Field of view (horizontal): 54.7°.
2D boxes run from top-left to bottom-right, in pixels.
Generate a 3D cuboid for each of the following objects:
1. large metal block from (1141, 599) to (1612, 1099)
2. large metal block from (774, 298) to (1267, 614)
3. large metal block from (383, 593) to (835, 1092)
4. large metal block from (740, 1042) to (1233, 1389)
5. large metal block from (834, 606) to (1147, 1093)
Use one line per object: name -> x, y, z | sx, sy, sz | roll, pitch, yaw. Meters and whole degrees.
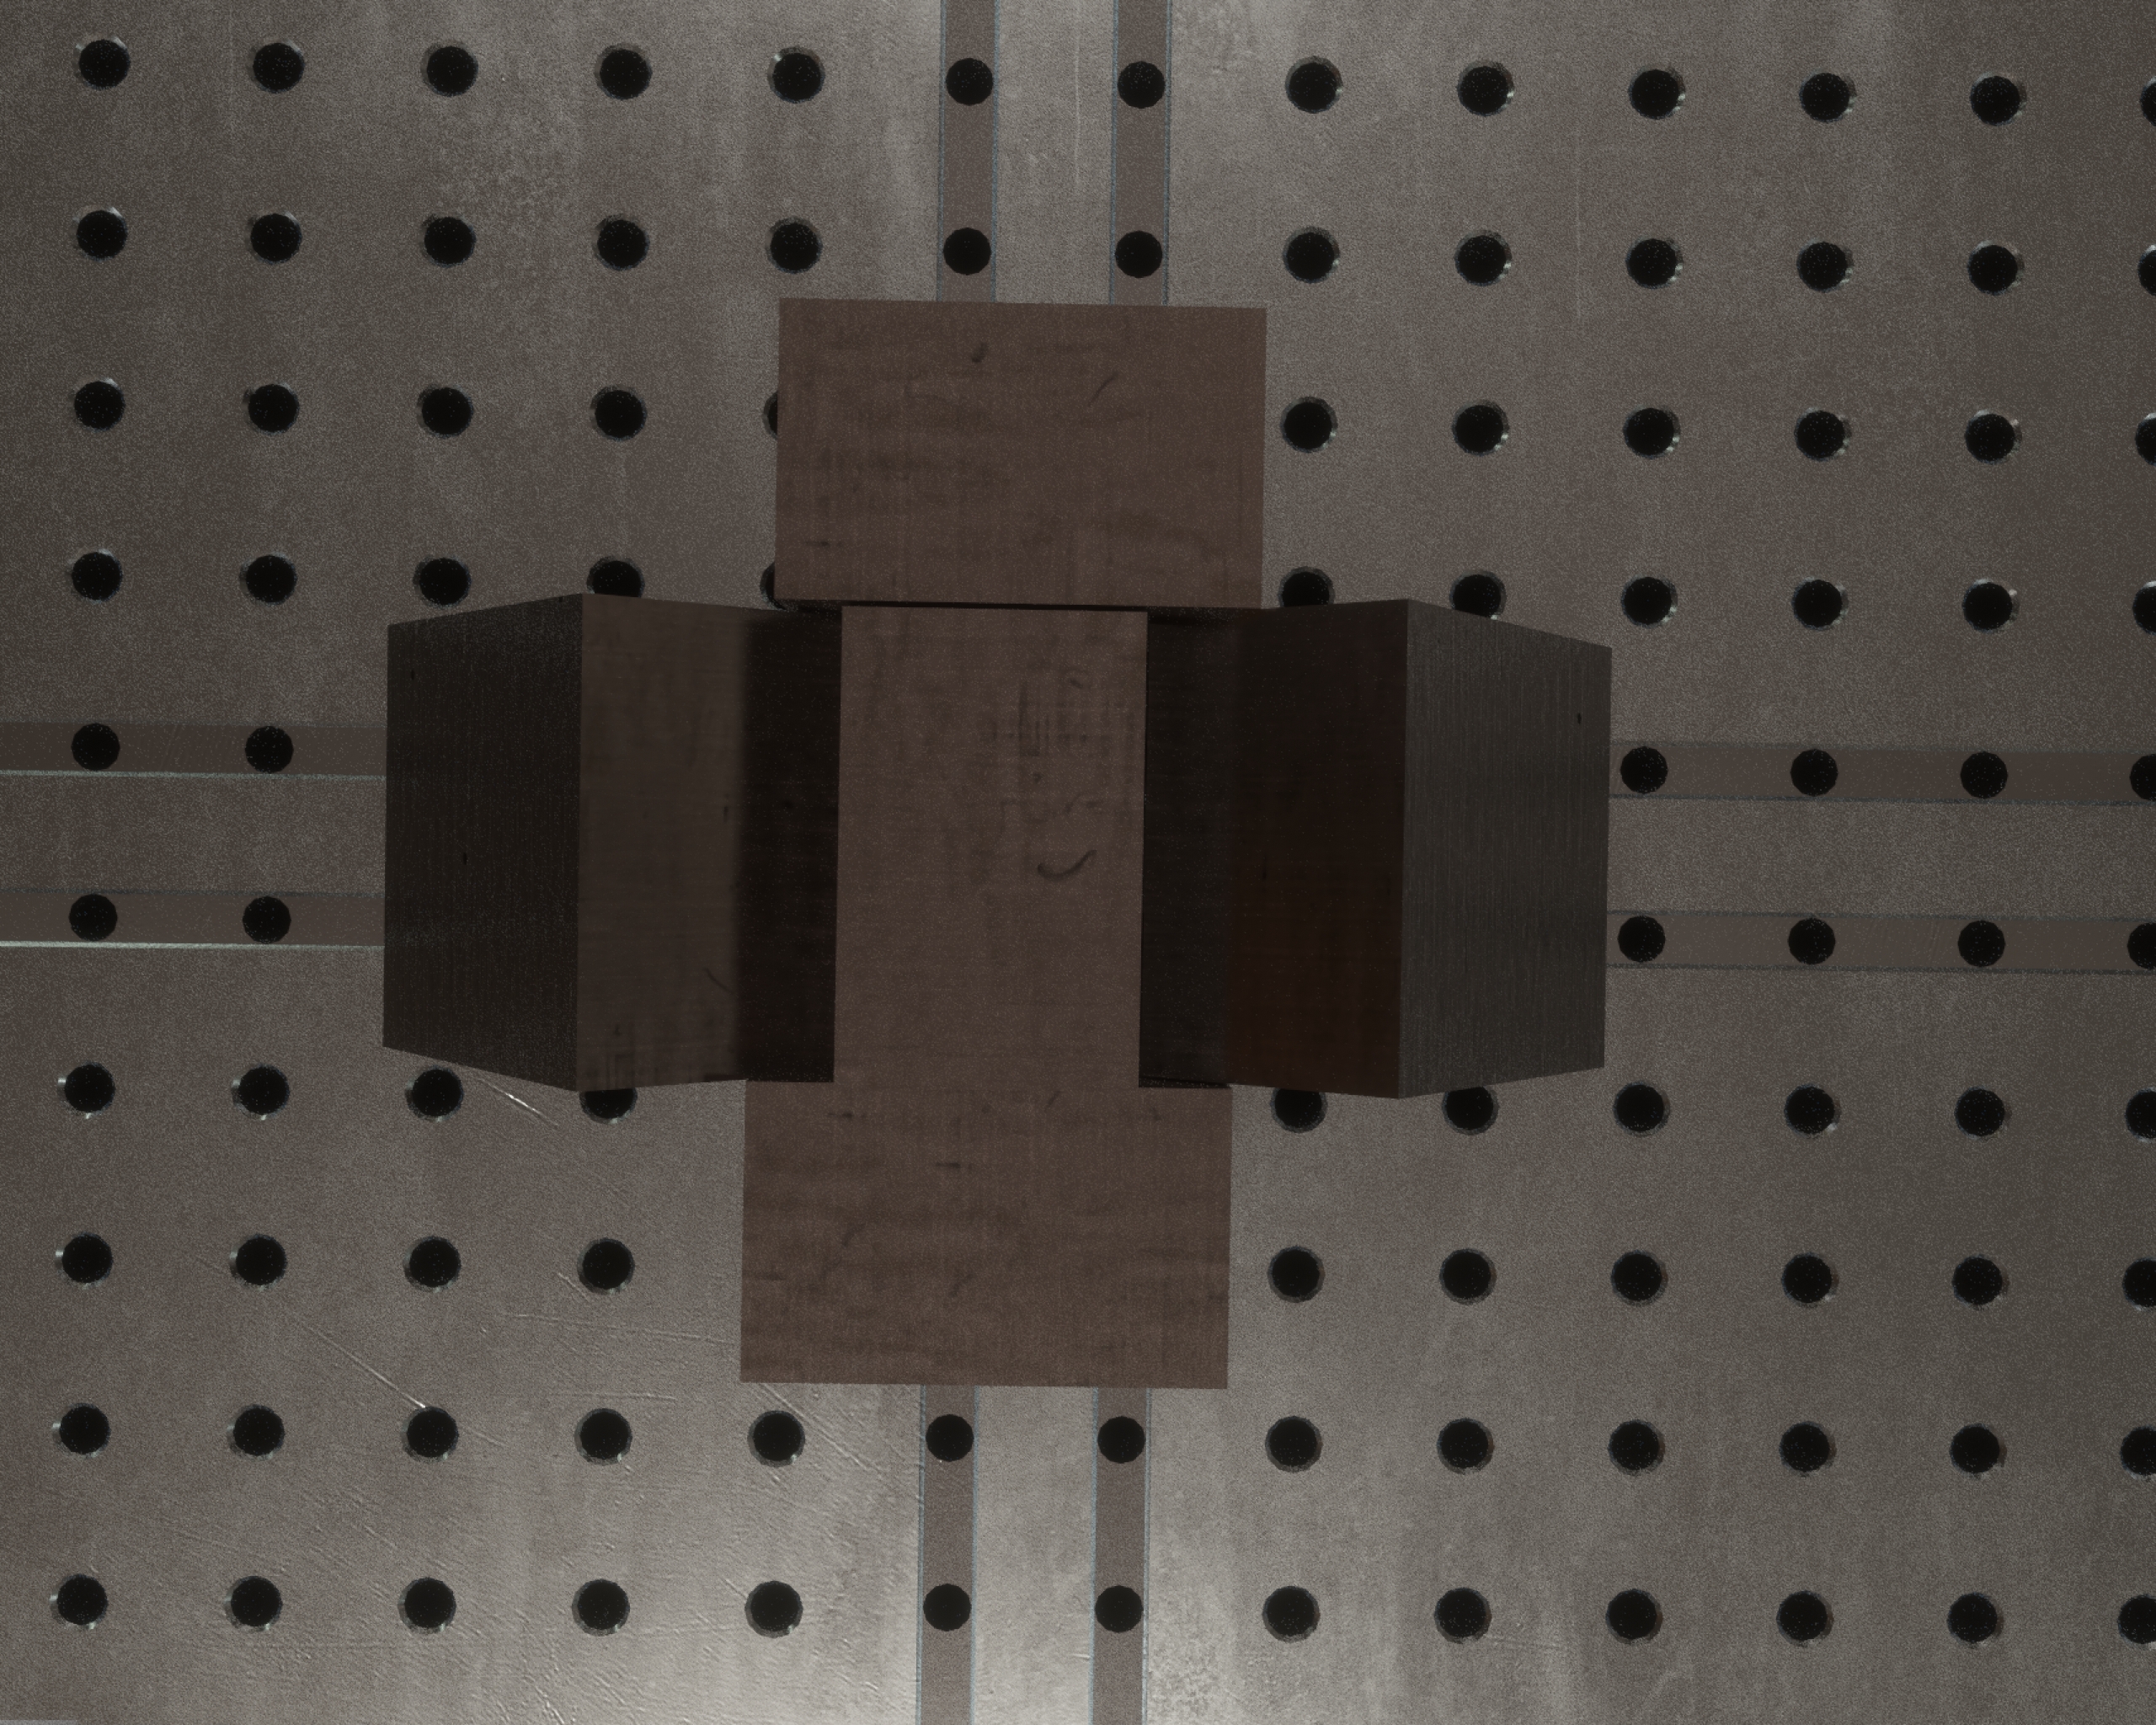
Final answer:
large metal block -> 0.056, -0.002, 0.378 | 0.050, 0.081, 0.079 | 1, 89, 37
large metal block -> -0.010, -0.068, 0.385 | 0.081, 0.080, 0.050 | 1, 90, -1
large metal block -> -0.086, -0.004, 0.378 | 0.050, 0.080, 0.079 | 0, 91, -40
large metal block -> -0.015, 0.061, 0.385 | 0.081, 0.080, 0.050 | 1, 90, -1
large metal block -> -0.015, -0.002, 0.385 | 0.050, 0.080, 0.079 | 1, 90, 0
